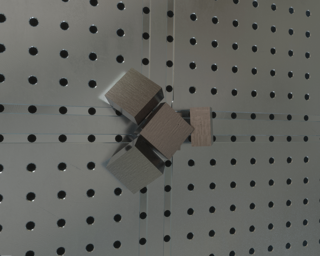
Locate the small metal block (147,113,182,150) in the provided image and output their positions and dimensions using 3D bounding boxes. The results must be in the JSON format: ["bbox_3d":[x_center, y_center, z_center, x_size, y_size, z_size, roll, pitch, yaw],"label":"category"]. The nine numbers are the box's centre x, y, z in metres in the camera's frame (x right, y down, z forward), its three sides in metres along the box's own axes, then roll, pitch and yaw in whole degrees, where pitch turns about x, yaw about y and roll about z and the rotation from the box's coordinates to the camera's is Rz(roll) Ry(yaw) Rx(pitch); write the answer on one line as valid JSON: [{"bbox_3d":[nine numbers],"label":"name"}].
[{"bbox_3d":[0.000,0.004,0.412,0.050,0.025,0.050,2,92,-20],"label":"small metal block"}]

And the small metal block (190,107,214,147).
[{"bbox_3d":[0.057,-0.002,0.417,0.025,0.050,0.050,-2,91,13],"label":"small metal block"}]

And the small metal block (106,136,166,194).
[{"bbox_3d":[-0.030,0.047,0.388,0.050,0.025,0.050,-38,105,22],"label":"small metal block"}]

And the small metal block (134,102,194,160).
[{"bbox_3d":[0.005,0.004,0.387,0.050,0.025,0.050,43,76,-16],"label":"small metal block"}]

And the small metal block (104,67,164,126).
[{"bbox_3d":[-0.031,-0.040,0.388,0.050,0.025,0.050,36,75,20],"label":"small metal block"}]
